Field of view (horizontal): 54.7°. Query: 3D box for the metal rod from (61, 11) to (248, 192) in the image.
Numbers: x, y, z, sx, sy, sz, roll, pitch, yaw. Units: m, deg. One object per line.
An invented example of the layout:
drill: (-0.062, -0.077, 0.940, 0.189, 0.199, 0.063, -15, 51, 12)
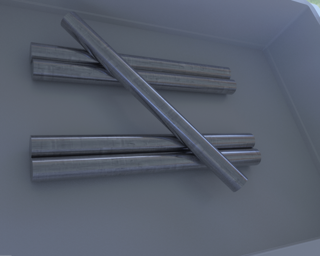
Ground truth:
metal rod: (-0.009, -0.034, 0.388, 0.300, 0.025, 0.025, 44, 51, 2)

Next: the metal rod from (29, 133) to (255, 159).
metal rod: (0.000, 0.020, 0.391, 0.303, 0.025, 0.025, 0, 62, -28)

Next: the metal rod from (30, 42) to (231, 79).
metal rod: (-0.023, -0.090, 0.446, 0.303, 0.025, 0.025, 0, 62, -28)

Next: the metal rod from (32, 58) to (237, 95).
metal rod: (-0.017, -0.068, 0.436, 0.303, 0.025, 0.025, 0, 62, -28)

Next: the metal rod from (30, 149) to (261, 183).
metal rod: (0.005, 0.042, 0.380, 0.303, 0.025, 0.025, 0, 62, -28)
